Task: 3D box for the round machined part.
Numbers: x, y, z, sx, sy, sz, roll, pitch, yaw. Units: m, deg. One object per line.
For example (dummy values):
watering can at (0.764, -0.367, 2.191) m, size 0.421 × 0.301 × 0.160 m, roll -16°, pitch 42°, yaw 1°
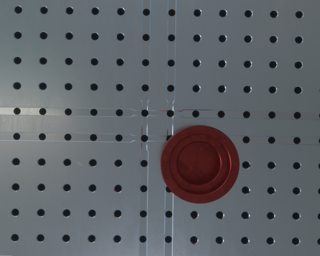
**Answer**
round machined part at (0.050, 0.045, 0.405) m, size 0.099 × 0.042 × 0.097 m, roll 0°, pitch 90°, yaw 0°
